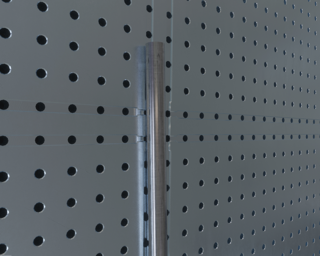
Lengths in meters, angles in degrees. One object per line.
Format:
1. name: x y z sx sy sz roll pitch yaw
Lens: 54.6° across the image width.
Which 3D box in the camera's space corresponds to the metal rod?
1. metal rod: -0.004 0.040 0.404 0.025 0.025 0.298 -1 91 -40
